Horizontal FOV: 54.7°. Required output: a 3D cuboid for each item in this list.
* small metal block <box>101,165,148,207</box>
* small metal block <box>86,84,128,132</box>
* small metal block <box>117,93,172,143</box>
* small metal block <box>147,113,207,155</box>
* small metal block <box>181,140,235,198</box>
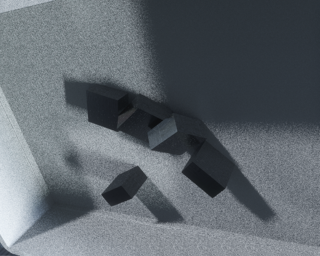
[{"bbox_3d":[-0.054,0.089,0.476,0.050,0.050,0.025,-29,102,37],"label":"small metal block"},{"bbox_3d":[-0.072,-0.028,0.428,0.050,0.025,0.050,19,126,20],"label":"small metal block"},{"bbox_3d":[-0.020,-0.011,0.399,0.050,0.025,0.050,26,135,-27],"label":"small metal block"},{"bbox_3d":[0.021,0.009,0.385,0.050,0.050,0.025,-37,53,39],"label":"small metal block"},{"bbox_3d":[0.062,0.051,0.391,0.050,0.050,0.025,40,129,1],"label":"small metal block"}]
